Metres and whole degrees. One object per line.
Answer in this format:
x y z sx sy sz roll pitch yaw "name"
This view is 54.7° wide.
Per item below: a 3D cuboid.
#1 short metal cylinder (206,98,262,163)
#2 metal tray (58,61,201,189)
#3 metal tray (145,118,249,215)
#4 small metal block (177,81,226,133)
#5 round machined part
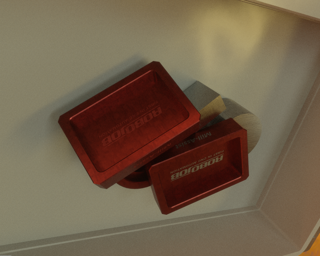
0.098 0.004 0.448 0.081 0.050 0.079 -14 125 -21 "short metal cylinder"
-0.032 -0.005 0.342 0.131 0.090 0.030 -32 161 -8 "metal tray"
0.050 0.050 0.402 0.131 0.030 0.089 -21 126 -11 "metal tray"
0.048 -0.029 0.400 0.050 0.050 0.025 -38 130 -5 "small metal block"
-0.025 0.028 0.402 0.099 0.042 0.097 -14 125 -21 "round machined part"
